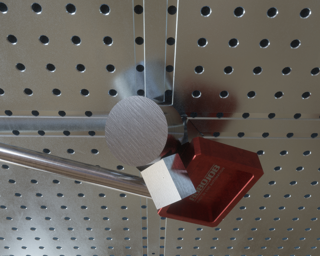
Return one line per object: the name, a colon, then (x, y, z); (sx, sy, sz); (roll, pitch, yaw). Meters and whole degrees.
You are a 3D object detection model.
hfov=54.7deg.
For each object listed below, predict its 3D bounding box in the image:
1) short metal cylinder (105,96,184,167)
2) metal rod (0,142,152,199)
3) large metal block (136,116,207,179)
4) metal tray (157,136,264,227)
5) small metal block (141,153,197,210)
short metal cylinder: (-0.018, 0.004, 0.371); (0.080, 0.080, 0.050); (-28, 168, 21)
metal rod: (-0.142, 0.049, 0.413); (0.302, 0.025, 0.025); (13, 130, 3)
large metal block: (0.025, 0.042, 0.430); (0.080, 0.050, 0.080); (-28, 125, 21)
metal tray: (0.060, 0.076, 0.404); (0.091, 0.030, 0.129); (16, 128, -14)
small metal block: (0.009, 0.064, 0.371); (0.025, 0.050, 0.050); (-15, 164, -41)
